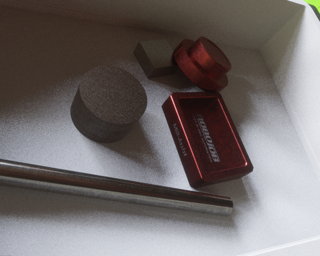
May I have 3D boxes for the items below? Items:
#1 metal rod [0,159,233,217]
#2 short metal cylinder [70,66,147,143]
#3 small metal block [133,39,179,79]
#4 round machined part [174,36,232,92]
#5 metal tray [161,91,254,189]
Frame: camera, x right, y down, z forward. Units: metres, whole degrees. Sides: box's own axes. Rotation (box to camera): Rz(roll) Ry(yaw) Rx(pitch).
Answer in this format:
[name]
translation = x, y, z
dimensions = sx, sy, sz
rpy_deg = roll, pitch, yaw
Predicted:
[metal rod]
translation = -0.052, 0.067, 0.337
dimensions = 0.302, 0.025, 0.025
rpy_deg = 14, 56, -21
[short metal cylinder]
translation = -0.062, -0.028, 0.374
dimensions = 0.081, 0.050, 0.080
rpy_deg = 14, 56, -21
[small metal block]
translation = -0.004, -0.106, 0.469
dimensions = 0.050, 0.025, 0.050
rpy_deg = -17, 71, -35
[round machined part]
translation = 0.072, -0.102, 0.479
dimensions = 0.098, 0.042, 0.098
rpy_deg = 31, 35, -25
[metal tray]
translation = 0.065, 0.011, 0.432
dimensions = 0.091, 0.030, 0.130
rpy_deg = -5, 64, -31
